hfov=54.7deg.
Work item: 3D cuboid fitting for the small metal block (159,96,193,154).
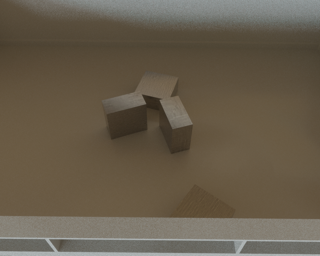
[{"bbox_3d":[0.019,-0.004,0.392,0.025,0.050,0.050,-14,52,-11],"label":"small metal block"}]

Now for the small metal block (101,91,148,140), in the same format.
[{"bbox_3d":[-0.045,-0.016,0.402,0.050,0.050,0.025,-16,52,-13],"label":"small metal block"}]

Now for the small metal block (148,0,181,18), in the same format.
[{"bbox_3d":[0.010,-0.246,0.615,0.050,0.025,0.050,16,52,12],"label":"small metal block"}]

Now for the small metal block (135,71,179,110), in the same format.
[{"bbox_3d":[-0.004,-0.054,0.450,0.050,0.025,0.050,14,51,11],"label":"small metal block"}]

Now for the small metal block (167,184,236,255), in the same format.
[{"bbox_3d":[0.043,0.096,0.325,0.050,0.025,0.050,30,56,22],"label":"small metal block"}]
